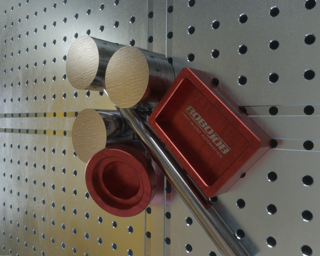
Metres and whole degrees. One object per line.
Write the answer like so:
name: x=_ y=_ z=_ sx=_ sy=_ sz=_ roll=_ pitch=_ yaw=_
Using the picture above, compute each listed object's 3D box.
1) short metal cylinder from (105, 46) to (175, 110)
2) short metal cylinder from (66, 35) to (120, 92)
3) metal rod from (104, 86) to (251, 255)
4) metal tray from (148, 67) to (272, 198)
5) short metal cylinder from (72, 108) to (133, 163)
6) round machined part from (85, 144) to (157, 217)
short metal cylinder: x=-0.028 y=-0.065 z=0.415 sx=0.080 sy=0.050 sz=0.080 roll=0 pitch=90 yaw=40
short metal cylinder: x=-0.100 y=-0.097 z=0.476 sx=0.080 sy=0.050 sz=0.080 roll=0 pitch=90 yaw=40
metal rod: x=0.008 y=0.043 z=0.403 sx=0.300 sy=0.025 sz=0.025 roll=52 pitch=120 yaw=27
metal tray: x=0.051 y=0.003 z=0.363 sx=0.130 sy=0.030 sz=0.090 roll=51 pitch=120 yaw=27
short metal cylinder: x=-0.087 y=0.011 z=0.465 sx=0.080 sy=0.050 sz=0.080 roll=0 pitch=90 yaw=40
round machined part: x=-0.049 y=0.068 z=0.425 sx=0.098 sy=0.042 sz=0.097 roll=6 pitch=107 yaw=19
